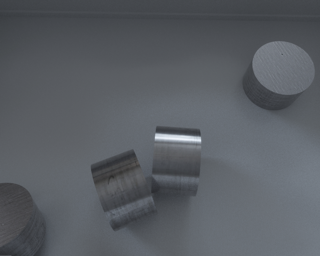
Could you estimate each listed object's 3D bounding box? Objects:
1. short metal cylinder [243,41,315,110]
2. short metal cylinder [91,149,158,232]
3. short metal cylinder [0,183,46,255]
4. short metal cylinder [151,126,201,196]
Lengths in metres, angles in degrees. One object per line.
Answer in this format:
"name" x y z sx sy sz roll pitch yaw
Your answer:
"short metal cylinder" 0.160 -0.071 0.424 0.081 0.050 0.080 0 70 0
"short metal cylinder" -0.041 0.070 0.354 0.050 0.080 0.080 -21 72 -8
"short metal cylinder" -0.173 0.108 0.340 0.081 0.050 0.080 -1 45 1
"short metal cylinder" 0.018 0.039 0.367 0.050 0.080 0.080 4 70 1
